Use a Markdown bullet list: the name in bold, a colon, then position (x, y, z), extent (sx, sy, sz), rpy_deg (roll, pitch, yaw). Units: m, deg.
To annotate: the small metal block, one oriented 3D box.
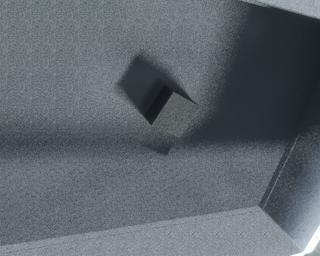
- **small metal block**: position (0.016, -0.021, 0.404), extent (0.050, 0.025, 0.050), rpy_deg (24, 105, -37)
